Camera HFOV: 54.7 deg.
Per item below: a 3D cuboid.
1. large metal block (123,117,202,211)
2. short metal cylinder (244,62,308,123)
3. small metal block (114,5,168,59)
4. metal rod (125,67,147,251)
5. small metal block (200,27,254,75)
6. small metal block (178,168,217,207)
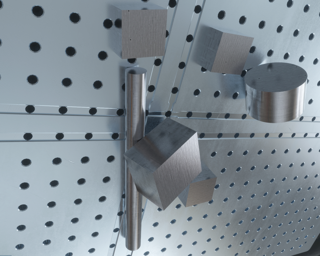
[{"bbox_3d":[0.007,0.047,0.408,0.080,0.050,0.080,-41,140,-27],"label":"large metal block"},{"bbox_3d":[0.161,-0.051,0.435,0.081,0.080,0.050,-25,128,-14],"label":"short metal cylinder"},{"bbox_3d":[-0.022,-0.105,0.336,0.050,0.025,0.050,-11,123,-23],"label":"small metal block"},{"bbox_3d":[-0.036,0.062,0.431,0.025,0.025,0.298,-11,123,-23],"label":"metal rod"},{"bbox_3d":[0.086,-0.098,0.400,0.050,0.025,0.050,0,119,-29],"label":"small metal block"},{"bbox_3d":[0.061,0.098,0.507,0.050,0.025,0.050,-8,122,-25],"label":"small metal block"}]
